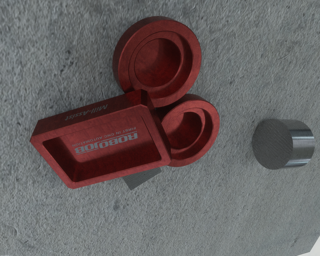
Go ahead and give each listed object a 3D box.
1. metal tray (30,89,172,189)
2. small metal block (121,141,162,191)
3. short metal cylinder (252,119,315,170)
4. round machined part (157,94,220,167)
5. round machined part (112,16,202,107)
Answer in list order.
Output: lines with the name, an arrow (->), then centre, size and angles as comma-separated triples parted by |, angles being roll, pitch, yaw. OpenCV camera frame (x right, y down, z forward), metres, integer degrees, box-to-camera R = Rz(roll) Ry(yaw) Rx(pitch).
metal tray -> -0.062, 0.017, 0.347 | 0.130, 0.030, 0.090 | -16, 128, 10
small metal block -> -0.032, 0.049, 0.422 | 0.050, 0.025, 0.050 | -31, 129, -9
short metal cylinder -> 0.196, 0.026, 0.497 | 0.050, 0.080, 0.079 | 1, 118, -29
round machined part -> 0.027, -0.001, 0.410 | 0.099, 0.042, 0.097 | -15, 123, -23
round machined part -> -0.006, -0.075, 0.347 | 0.099, 0.042, 0.097 | -14, 125, -21
